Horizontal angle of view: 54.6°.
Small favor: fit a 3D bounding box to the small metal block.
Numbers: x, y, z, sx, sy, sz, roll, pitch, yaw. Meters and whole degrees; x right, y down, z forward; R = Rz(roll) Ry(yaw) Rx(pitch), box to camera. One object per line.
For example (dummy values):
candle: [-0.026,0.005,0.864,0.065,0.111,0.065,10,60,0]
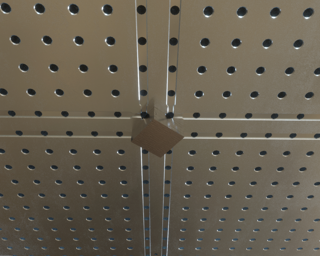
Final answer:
small metal block: [-0.003,0.007,0.417,0.050,0.025,0.050,31,124,-24]
